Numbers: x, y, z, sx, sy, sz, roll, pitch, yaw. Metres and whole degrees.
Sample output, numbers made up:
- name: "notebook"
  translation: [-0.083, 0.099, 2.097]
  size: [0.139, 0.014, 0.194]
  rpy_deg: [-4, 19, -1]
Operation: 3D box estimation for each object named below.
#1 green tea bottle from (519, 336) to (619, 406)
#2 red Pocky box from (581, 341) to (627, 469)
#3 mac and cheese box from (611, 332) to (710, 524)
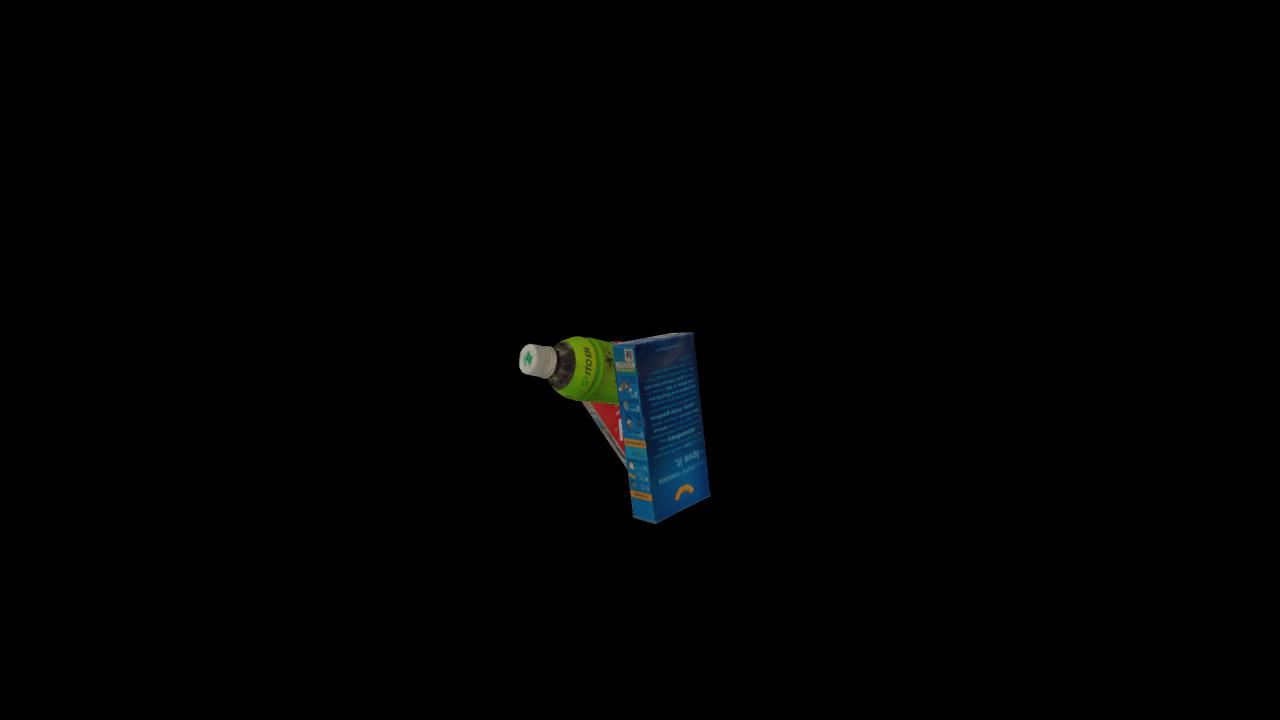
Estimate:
- name: "green tea bottle"
  translation: [-0.038, 0.014, 0.674]
  size: [0.212, 0.073, 0.073]
  rpy_deg: [12, -9, -43]
- name: "red Pocky box"
  translation: [-0.016, 0.060, 0.759]
  size: [0.083, 0.155, 0.028]
  rpy_deg: [-45, 25, -30]
- name: "mac and cheese box"
  translation: [0.025, 0.067, 0.647]
  size: [0.041, 0.184, 0.093]
  rpy_deg: [1, 10, 44]
